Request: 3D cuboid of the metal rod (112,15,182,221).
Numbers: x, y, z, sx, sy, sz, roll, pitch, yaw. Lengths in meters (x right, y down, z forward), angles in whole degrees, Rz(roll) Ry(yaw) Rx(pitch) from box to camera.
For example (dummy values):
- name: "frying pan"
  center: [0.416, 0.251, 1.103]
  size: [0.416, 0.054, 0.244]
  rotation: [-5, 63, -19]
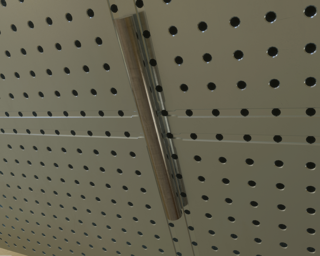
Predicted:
- name: "metal rod"
  center: [-0.010, 0.004, 0.417]
  size: [0.025, 0.025, 0.298]
  rotation: [0, 119, 28]
